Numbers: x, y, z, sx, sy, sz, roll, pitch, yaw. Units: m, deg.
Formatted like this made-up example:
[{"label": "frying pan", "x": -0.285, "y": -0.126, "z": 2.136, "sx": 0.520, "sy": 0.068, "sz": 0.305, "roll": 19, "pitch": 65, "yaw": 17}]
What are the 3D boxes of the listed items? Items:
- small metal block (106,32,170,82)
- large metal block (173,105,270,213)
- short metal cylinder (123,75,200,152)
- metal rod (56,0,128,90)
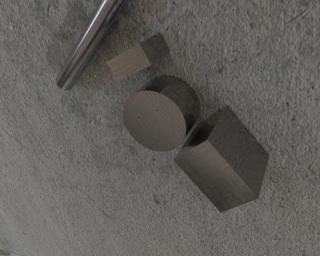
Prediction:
[{"label": "small metal block", "x": -0.024, "y": -0.081, "z": 0.352, "sx": 0.050, "sy": 0.050, "sz": 0.025, "roll": -18, "pitch": 109, "yaw": 35}, {"label": "large metal block", "x": 0.073, "y": 0.033, "z": 0.353, "sx": 0.080, "sy": 0.080, "sz": 0.050, "roll": 49, "pitch": 129, "yaw": -6}, {"label": "short metal cylinder", "x": 0.003, "y": -0.018, "z": 0.377, "sx": 0.080, "sy": 0.050, "sz": 0.079, "roll": 13, "pitch": 124, "yaw": 20}, {"label": "metal rod", "x": -0.050, "y": -0.143, "z": 0.343, "sx": 0.025, "sy": 0.025, "sz": 0.299, "roll": 44, "pitch": 129, "yaw": -3}]
